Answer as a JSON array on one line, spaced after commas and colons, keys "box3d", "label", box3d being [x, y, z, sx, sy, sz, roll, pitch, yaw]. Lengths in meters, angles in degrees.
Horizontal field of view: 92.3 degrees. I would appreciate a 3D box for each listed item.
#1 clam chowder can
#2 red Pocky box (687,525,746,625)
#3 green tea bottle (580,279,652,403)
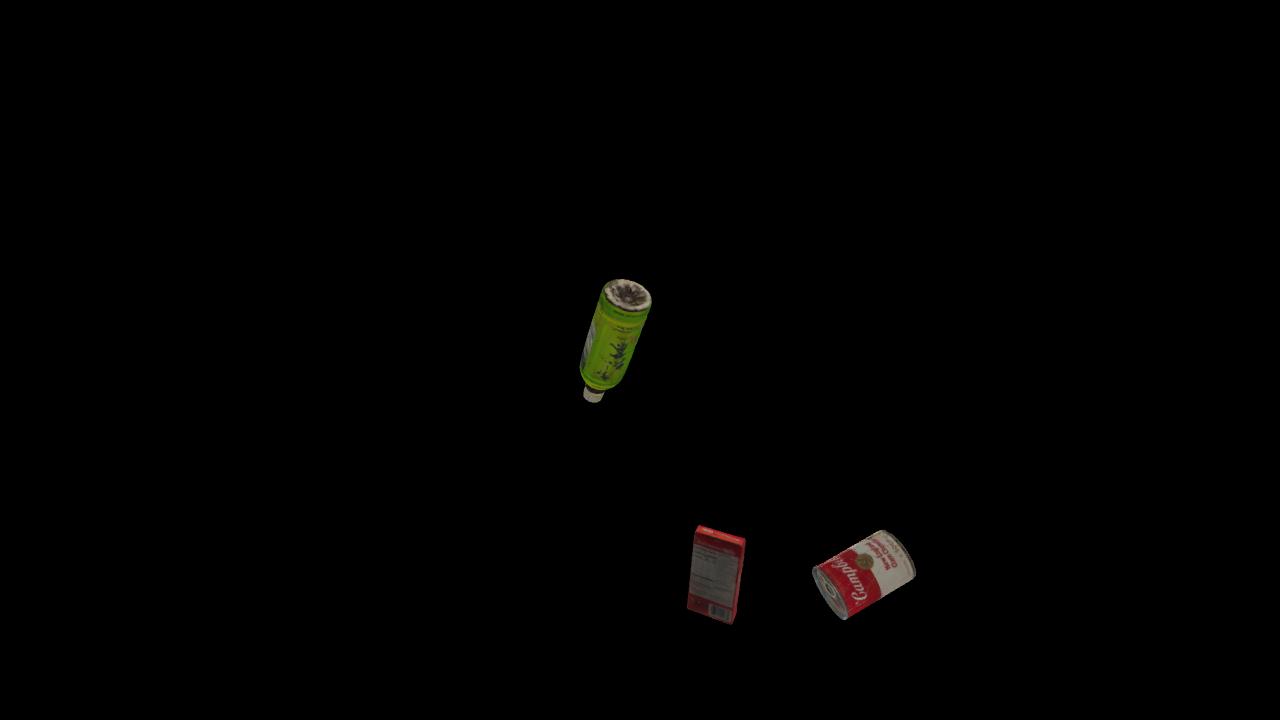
[{"box3d": [0.273, 0.260, 0.750, 0.102, 0.068, 0.068, -25, 5, -10], "label": "clam chowder can"}, {"box3d": [0.125, 0.352, 1.010, 0.083, 0.155, 0.028, 12, 20, 23], "label": "red Pocky box"}, {"box3d": [-0.045, -0.017, 0.882, 0.073, 0.073, 0.212, 0, -41, -23], "label": "green tea bottle"}]
